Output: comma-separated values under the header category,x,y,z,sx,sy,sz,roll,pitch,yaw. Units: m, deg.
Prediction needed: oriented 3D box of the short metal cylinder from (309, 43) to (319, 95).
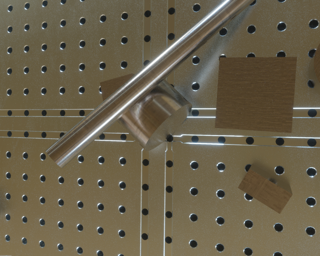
category,x,y,z,sx,sy,sz,roll,pitch,yaw
short metal cylinder,0.204,-0.066,0.327,0.080,0.050,0.080,0,90,20

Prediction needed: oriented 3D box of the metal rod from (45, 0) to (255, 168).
category,x,y,z,sx,sy,sz,roll,pitch,yaw
metal rod,0.001,-0.067,0.346,0.301,0.025,0.025,-42,75,-11

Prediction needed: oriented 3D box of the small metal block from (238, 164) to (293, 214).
category,x,y,z,sx,sy,sz,roll,pitch,yaw
small metal block,0.121,0.068,0.356,0.050,0.050,0.025,31,100,17

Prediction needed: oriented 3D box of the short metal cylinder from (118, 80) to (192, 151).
category,x,y,z,sx,sy,sz,roll,pitch,yaw
short metal cylinder,-0.006,-0.017,0.385,0.050,0.080,0.080,45,104,14

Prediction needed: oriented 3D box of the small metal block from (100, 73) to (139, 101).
category,x,y,z,sx,sy,sz,roll,pitch,yaw
small metal block,-0.051,-0.044,0.431,0.050,0.025,0.050,-12,86,19

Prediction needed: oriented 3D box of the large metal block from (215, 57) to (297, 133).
category,x,y,z,sx,sy,sz,roll,pitch,yaw
large metal block,0.111,-0.037,0.360,0.080,0.050,0.079,4,91,20
